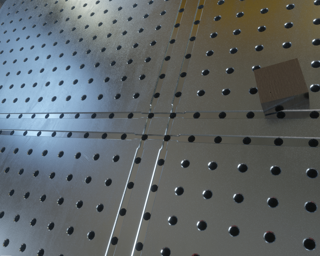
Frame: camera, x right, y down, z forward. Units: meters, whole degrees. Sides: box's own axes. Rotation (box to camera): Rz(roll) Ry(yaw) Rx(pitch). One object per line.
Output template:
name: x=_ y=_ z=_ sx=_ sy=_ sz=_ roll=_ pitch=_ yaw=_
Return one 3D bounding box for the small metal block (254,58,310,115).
small metal block: x=0.142 y=-0.049 z=0.364 sx=0.050 sy=0.025 sz=0.050 roll=-14 pitch=56 yaw=20
